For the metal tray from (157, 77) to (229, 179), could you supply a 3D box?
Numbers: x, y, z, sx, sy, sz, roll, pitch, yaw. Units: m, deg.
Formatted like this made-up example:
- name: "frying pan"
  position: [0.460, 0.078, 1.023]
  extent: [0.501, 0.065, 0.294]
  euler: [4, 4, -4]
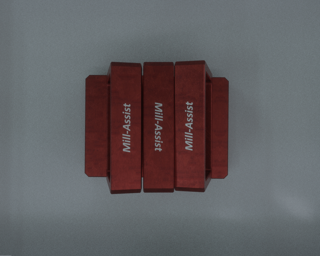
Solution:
- name: "metal tray"
  position: [0.042, 0.000, 0.408]
  extent: [0.091, 0.030, 0.129]
  euler: [1, 90, 0]

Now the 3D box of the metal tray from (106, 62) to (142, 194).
- name: "metal tray"
  position: [-0.042, 0.000, 0.344]
  extent: [0.030, 0.090, 0.129]
  euler: [0, 90, -13]

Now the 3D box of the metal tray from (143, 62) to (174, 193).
- name: "metal tray"
  position: [-0.001, 0.000, 0.346]
  extent: [0.030, 0.090, 0.129]
  euler: [0, 88, 0]

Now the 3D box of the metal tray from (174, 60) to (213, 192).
- name: "metal tray"
  position: [0.039, -0.002, 0.345]
  extent: [0.030, 0.090, 0.129]
  euler: [0, 90, 14]

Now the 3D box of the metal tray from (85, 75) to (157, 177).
- name: "metal tray"
  position: [-0.049, -0.002, 0.406]
  extent: [0.091, 0.030, 0.129]
  euler: [1, 90, 0]
